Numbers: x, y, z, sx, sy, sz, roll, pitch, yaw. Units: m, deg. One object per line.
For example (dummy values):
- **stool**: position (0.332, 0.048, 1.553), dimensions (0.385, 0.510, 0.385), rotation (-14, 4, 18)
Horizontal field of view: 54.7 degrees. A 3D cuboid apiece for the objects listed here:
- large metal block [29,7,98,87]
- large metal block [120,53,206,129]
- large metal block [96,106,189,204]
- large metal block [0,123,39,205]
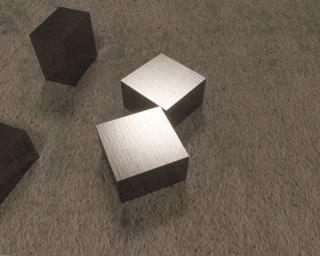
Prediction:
- **large metal block**: position (-0.141, -0.123, 0.469), dimensions (0.050, 0.080, 0.080), rotation (14, 52, 11)
- **large metal block**: position (0.005, -0.049, 0.428), dimensions (0.080, 0.050, 0.080), rotation (35, 58, 25)
- **large metal block**: position (-0.022, 0.029, 0.362), dimensions (0.081, 0.050, 0.080), rotation (-18, 52, -15)
- **large metal block**: position (-0.203, 0.037, 0.354), dimensions (0.080, 0.050, 0.080), rotation (17, 52, 13)
